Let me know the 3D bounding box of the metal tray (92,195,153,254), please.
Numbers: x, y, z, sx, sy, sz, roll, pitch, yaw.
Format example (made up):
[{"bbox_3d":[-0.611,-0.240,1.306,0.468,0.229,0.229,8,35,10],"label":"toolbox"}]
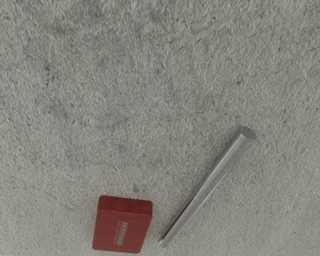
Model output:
[{"bbox_3d":[-0.070,0.176,0.553,0.091,0.030,0.129,9,130,-8],"label":"metal tray"}]

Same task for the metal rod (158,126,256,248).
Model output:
[{"bbox_3d":[0.063,0.113,0.504,0.025,0.025,0.298,16,128,-14],"label":"metal rod"}]
